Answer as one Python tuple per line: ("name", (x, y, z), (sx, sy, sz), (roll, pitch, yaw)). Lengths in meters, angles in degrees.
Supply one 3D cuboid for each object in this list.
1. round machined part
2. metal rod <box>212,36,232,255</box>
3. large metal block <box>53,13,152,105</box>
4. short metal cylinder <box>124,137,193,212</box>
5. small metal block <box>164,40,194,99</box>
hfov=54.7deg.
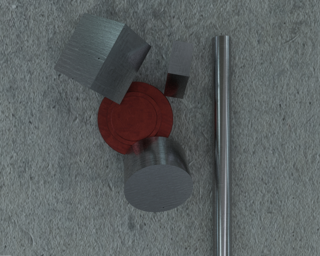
("round machined part", (-0.032, -0.012, 0.401), (0.099, 0.042, 0.097), (0, 90, -1))
("metal rod", (0.082, 0.030, 0.411), (0.025, 0.025, 0.298), (0, 90, -1))
("large metal block", (-0.071, -0.085, 0.377), (0.080, 0.050, 0.080), (28, 90, 38))
("short metal cylinder", (-0.004, 0.057, 0.379), (0.081, 0.050, 0.079), (-4, 126, -5))
("small metal block", (0.023, -0.072, 0.389), (0.025, 0.050, 0.050), (10, 63, -1))
